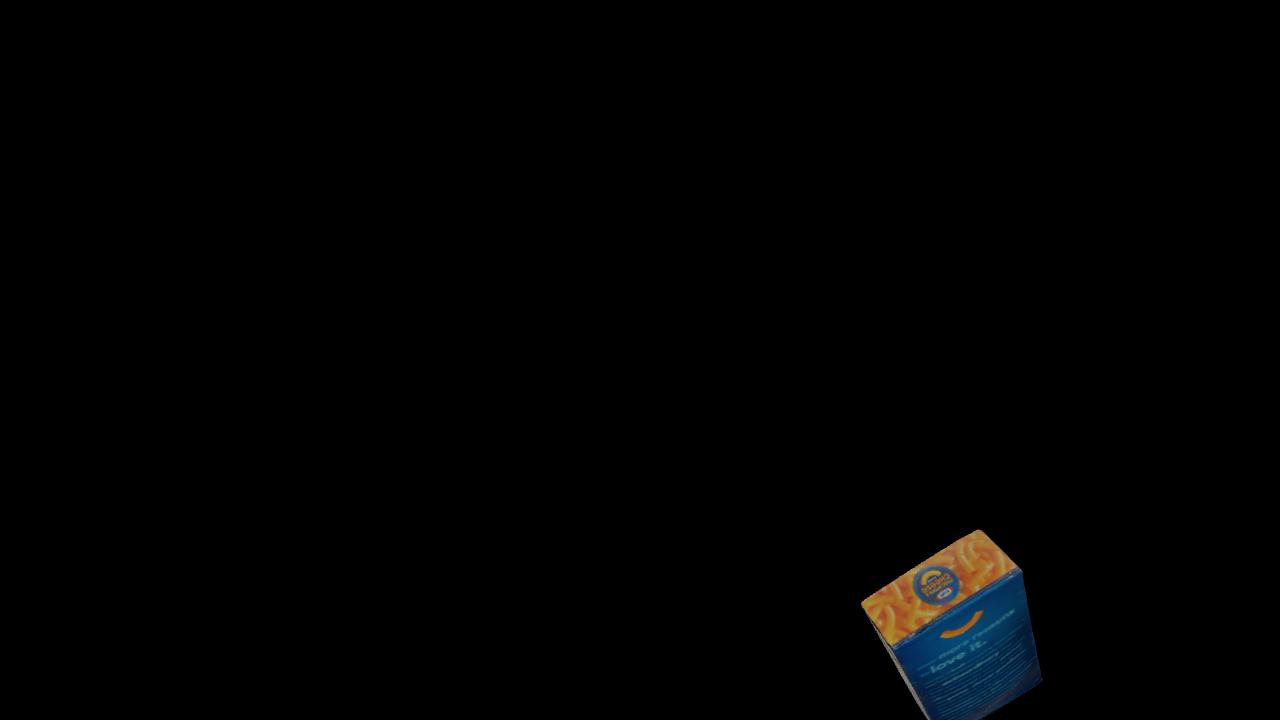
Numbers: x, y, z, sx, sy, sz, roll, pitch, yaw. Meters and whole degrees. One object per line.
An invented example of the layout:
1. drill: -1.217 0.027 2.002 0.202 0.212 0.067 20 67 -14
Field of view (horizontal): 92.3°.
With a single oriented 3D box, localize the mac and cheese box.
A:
1. mac and cheese box: 0.224 0.200 0.431 0.093 0.184 0.041 -32 36 2
